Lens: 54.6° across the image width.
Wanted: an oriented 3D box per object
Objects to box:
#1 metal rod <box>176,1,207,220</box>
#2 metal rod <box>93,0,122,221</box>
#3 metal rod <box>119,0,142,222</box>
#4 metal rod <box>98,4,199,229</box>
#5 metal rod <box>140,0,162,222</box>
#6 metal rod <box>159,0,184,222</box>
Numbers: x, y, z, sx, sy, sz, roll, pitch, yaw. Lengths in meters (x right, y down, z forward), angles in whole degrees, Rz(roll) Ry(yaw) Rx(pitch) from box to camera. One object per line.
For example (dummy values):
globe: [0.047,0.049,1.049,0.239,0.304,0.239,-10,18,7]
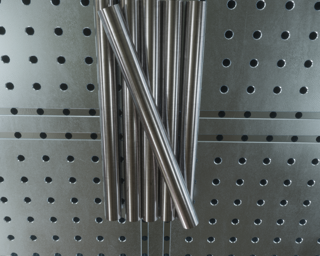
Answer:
metal rod: [0.039,-0.007,0.411,0.025,0.025,0.298,1,110,-1]
metal rod: [-0.067,-0.010,0.408,0.025,0.025,0.298,1,110,0]
metal rod: [-0.037,-0.008,0.409,0.025,0.025,0.298,1,110,0]
metal rod: [-0.007,0.001,0.387,0.025,0.025,0.299,-18,109,6]
metal rod: [-0.013,-0.008,0.409,0.025,0.025,0.298,1,110,0]
metal rod: [0.013,-0.008,0.411,0.025,0.025,0.298,1,110,0]
